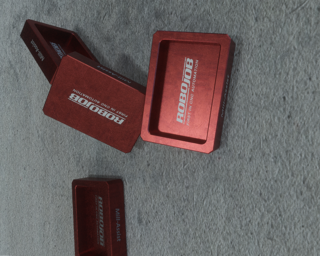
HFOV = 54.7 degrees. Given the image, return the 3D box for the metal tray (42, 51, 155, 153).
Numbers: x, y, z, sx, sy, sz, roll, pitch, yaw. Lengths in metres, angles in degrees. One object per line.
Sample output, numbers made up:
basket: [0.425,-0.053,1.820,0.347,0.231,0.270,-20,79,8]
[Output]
metal tray: [-0.079,-0.033,0.417,0.131,0.030,0.089,26,112,-6]

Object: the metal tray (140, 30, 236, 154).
metal tray: [0.031,-0.042,0.359,0.090,0.030,0.129,10,97,22]

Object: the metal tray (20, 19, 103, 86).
metal tray: [-0.149,-0.113,0.485,0.130,0.091,0.030,51,120,28]

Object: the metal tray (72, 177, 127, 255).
metal tray: [-0.095,0.144,0.480,0.090,0.030,0.129,-6,86,39]
